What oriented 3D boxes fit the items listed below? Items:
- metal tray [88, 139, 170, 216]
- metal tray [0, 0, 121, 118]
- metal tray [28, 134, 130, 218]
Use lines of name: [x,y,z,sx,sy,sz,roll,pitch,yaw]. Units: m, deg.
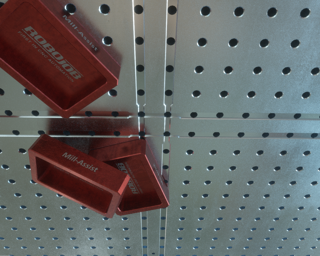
metal tray: [-0.046,0.080,0.475,0.090,0.030,0.129,-13,129,10]
metal tray: [-0.119,-0.078,0.339,0.090,0.030,0.130,-30,125,22]
metal tray: [-0.113,0.069,0.427,0.131,0.030,0.089,26,140,2]
